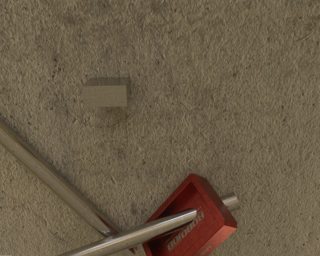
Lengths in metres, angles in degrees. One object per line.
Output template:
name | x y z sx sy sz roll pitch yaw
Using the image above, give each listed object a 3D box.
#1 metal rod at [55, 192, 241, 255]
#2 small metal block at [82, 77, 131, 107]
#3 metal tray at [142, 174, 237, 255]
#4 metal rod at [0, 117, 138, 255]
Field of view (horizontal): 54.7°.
metal rod | -0.033 0.154 0.439 0.301 0.025 0.025 -21 109 4
small metal block | -0.064 -0.045 0.379 0.050 0.050 0.025 -1 110 0
metal tray | 0.032 0.139 0.424 0.030 0.090 0.130 27 110 -39
metal rod | -0.139 0.084 0.438 0.025 0.025 0.300 -38 106 12
